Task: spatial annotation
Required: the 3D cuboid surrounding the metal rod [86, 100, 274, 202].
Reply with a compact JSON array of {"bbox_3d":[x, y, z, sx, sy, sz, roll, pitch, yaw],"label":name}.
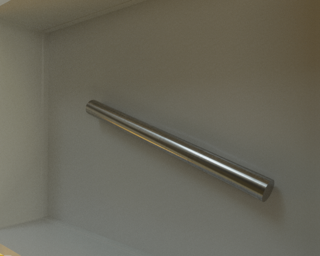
[{"bbox_3d":[0.001,0.015,0.405,0.300,0.025,0.025,24,105,37],"label":"metal rod"}]
